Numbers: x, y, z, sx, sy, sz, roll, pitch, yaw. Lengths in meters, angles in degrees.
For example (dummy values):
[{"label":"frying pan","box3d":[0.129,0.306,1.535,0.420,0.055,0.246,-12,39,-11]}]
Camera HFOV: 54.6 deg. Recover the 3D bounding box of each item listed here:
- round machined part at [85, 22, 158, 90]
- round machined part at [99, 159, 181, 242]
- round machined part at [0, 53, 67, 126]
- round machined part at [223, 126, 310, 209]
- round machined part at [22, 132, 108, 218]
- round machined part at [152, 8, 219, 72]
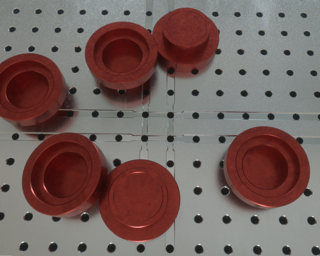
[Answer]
[{"label":"round machined part","box3d":[-0.052,-0.097,0.438,0.099,0.042,0.098,0,70,0]},{"label":"round machined part","box3d":[-0.025,0.085,0.372,0.099,0.042,0.098,0,70,0]},{"label":"round machined part","box3d":[-0.175,-0.048,0.419,0.099,0.042,0.098,0,70,0]},{"label":"round machined part","box3d":[0.128,0.050,0.385,0.099,0.042,0.098,0,70,0]},{"label":"round machined part","box3d":[-0.109,0.058,0.374,0.098,0.042,0.098,-5,66,11]},{"label":"round machined part","box3d":[0.038,-0.135,0.452,0.099,0.042,0.098,0,70,0]}]
